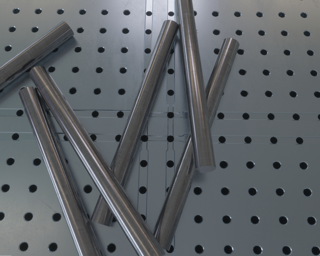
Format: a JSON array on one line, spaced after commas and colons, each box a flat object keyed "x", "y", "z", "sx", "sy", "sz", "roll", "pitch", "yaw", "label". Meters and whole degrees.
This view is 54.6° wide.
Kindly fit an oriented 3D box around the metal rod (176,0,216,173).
[{"x": 0.044, "y": -0.086, "z": 0.426, "sx": 0.025, "sy": 0.025, "sz": 0.299, "roll": -3, "pitch": 64, "yaw": -1, "label": "metal rod"}]

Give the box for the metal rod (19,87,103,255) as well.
[{"x": -0.116, "y": 0.077, "z": 0.383, "sx": 0.025, "sy": 0.025, "sz": 0.299, "roll": -25, "pitch": 72, "yaw": -9, "label": "metal rod"}]

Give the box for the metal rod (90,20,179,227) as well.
[{"x": -0.027, "y": -0.020, "z": 0.419, "sx": 0.025, "sy": 0.025, "sz": 0.300, "roll": 16, "pitch": 71, "yaw": 6, "label": "metal rod"}]

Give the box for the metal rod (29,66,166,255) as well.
[{"x": -0.089, "y": 0.029, "z": 0.380, "sx": 0.025, "sy": 0.025, "sz": 0.300, "roll": -33, "pitch": 66, "yaw": -11, "label": "metal rod"}]

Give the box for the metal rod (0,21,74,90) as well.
[{"x": -0.245, "y": -0.051, "z": 0.429, "sx": 0.301, "sy": 0.025, "sz": 0.025, "roll": -43, "pitch": 76, "yaw": -14, "label": "metal rod"}]

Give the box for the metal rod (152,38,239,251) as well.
[{"x": 0.052, "y": 0.007, "z": 0.409, "sx": 0.025, "sy": 0.025, "sz": 0.300, "roll": 20, "pitch": 71, "yaw": 7, "label": "metal rod"}]
